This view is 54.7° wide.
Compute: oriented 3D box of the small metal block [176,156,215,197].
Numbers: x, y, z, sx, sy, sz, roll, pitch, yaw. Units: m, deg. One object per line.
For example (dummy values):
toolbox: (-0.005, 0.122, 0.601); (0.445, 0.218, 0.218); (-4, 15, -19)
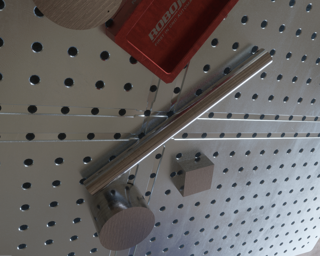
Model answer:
small metal block: (0.055, 0.076, 0.488); (0.050, 0.025, 0.050); (-11, 123, -22)

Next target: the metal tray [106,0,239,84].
metal tray: (0.016, -0.125, 0.339); (0.090, 0.030, 0.130); (33, 100, -39)

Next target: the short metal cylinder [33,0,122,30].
short metal cylinder: (-0.077, -0.132, 0.271); (0.081, 0.050, 0.079); (-14, 124, -21)

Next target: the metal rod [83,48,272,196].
metal rod: (0.027, -0.010, 0.419); (0.301, 0.025, 0.025); (-37, 129, -4)

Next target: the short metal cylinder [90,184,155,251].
short metal cylinder: (-0.054, 0.127, 0.444); (0.081, 0.050, 0.079); (-14, 124, -21)
